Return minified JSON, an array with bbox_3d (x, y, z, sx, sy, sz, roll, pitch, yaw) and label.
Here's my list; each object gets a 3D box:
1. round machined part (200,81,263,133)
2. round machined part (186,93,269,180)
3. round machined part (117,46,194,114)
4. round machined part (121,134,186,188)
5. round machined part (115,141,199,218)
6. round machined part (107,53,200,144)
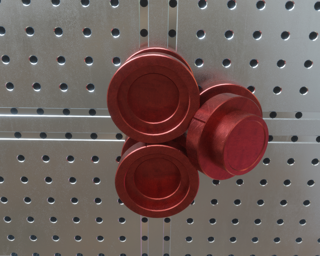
[{"bbox_3d":[0.084,-0.009,0.402,0.099,0.042,0.097,0,110,0],"label":"round machined part"},{"bbox_3d":[0.081,0.013,0.342,0.099,0.042,0.097,-12,113,-30],"label":"round machined part"},{"bbox_3d":[-0.005,-0.050,0.387,0.099,0.042,0.097,0,110,0],"label":"round machined part"},{"bbox_3d":[-0.004,0.042,0.420,0.099,0.042,0.097,0,110,0],"label":"round machined part"},{"bbox_3d":[-0.003,0.057,0.380,0.099,0.042,0.097,0,110,0],"label":"round machined part"},{"bbox_3d":[-0.007,-0.035,0.346,0.099,0.042,0.097,0,110,0],"label":"round machined part"}]
